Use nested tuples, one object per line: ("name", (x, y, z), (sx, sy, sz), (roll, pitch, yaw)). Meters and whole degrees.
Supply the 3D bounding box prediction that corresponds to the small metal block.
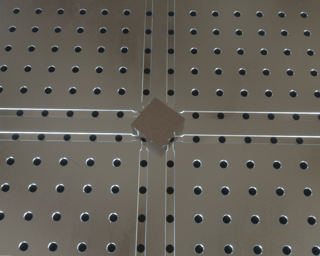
("small metal block", (-0.002, -0.004, 0.413), (0.050, 0.025, 0.050), (37, 74, 12))
